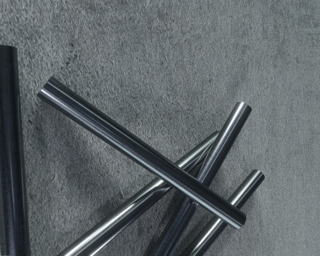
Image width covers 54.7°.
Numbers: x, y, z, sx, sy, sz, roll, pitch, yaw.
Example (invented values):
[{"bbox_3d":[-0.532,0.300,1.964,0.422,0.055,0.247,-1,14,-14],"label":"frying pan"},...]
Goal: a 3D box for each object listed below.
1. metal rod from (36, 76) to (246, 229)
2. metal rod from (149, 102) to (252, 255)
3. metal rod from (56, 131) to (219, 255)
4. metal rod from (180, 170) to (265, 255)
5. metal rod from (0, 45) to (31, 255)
[{"bbox_3d":[-0.004,0.042,0.365,0.301,0.025,0.025,37,67,-22],"label":"metal rod"},{"bbox_3d":[0.047,0.090,0.420,0.025,0.025,0.300,43,71,-32],"label":"metal rod"},{"bbox_3d":[-0.010,0.083,0.395,0.302,0.025,0.025,-33,111,-35],"label":"metal rod"},{"bbox_3d":[0.075,0.160,0.467,0.302,0.025,0.025,-37,113,-34],"label":"metal rod"},{"bbox_3d":[-0.137,0.076,0.289,0.025,0.025,0.298,-5,93,-40],"label":"metal rod"}]
